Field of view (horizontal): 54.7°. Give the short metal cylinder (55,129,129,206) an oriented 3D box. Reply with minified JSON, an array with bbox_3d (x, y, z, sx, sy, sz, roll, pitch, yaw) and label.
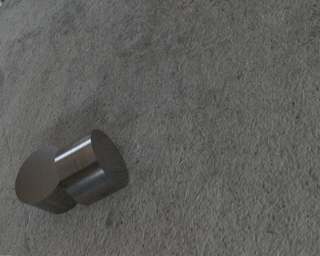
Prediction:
[{"bbox_3d":[-0.082,0.048,0.382,0.050,0.080,0.080,-29,52,10],"label":"short metal cylinder"}]

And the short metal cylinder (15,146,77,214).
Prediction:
[{"bbox_3d":[-0.146,0.071,0.421,0.080,0.050,0.080,-13,56,21],"label":"short metal cylinder"}]
